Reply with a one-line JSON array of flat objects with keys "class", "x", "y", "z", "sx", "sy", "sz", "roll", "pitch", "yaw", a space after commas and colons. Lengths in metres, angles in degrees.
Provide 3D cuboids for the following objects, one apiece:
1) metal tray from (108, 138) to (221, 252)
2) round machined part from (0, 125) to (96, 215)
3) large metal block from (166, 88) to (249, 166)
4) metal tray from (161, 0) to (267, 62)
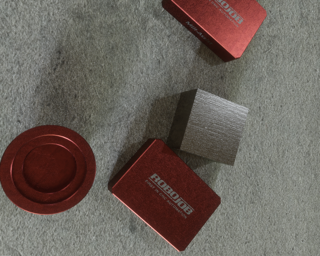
[{"class": "metal tray", "x": 0.008, "y": 0.087, "z": 0.411, "sx": 0.130, "sy": 0.030, "sz": 0.090, "roll": 45, "pitch": 76, "yaw": -15}, {"class": "round machined part", "x": -0.126, "y": 0.045, "z": 0.354, "sx": 0.099, "sy": 0.042, "sz": 0.097, "roll": 0, "pitch": 90, "yaw": -21}, {"class": "large metal block", "x": 0.063, "y": 0.000, "z": 0.420, "sx": 0.081, "sy": 0.050, "sz": 0.080, "roll": 19, "pitch": 84, "yaw": -20}, {"class": "metal tray", "x": 0.079, "y": -0.168, "z": 0.437, "sx": 0.130, "sy": 0.030, "sz": 0.090, "roll": 37, "pitch": 78, "yaw": -17}]
